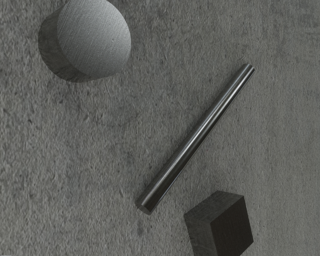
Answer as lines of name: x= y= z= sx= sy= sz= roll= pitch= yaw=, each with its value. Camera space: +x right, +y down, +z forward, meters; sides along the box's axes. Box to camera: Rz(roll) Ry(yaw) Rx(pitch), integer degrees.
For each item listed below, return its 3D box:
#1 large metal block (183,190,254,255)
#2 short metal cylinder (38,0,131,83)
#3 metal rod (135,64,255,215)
large metal block: x=0.089 y=0.151 z=0.464 sx=0.081 sy=0.050 sz=0.080 roll=-24 pitch=106 yaw=-37
short metal cylinder: x=-0.078 y=-0.090 z=0.323 sx=0.081 sy=0.050 sz=0.079 roll=0 pitch=90 yaw=-40
metal rod: x=0.065 y=0.000 z=0.458 sx=0.301 sy=0.025 sz=0.025 roll=-49 pitch=119 yaw=-29
